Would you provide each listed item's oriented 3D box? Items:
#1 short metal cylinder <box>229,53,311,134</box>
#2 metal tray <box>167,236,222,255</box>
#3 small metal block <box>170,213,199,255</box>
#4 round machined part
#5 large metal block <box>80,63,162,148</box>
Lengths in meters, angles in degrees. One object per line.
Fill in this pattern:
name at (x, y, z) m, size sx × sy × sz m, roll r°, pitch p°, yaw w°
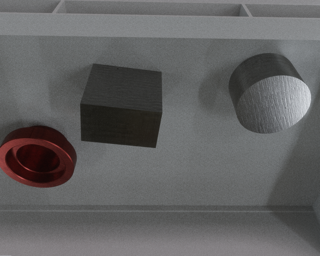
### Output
short metal cylinder at (0.125, -0.040, 0.361) m, size 0.081 × 0.050 × 0.079 m, roll 0°, pitch 130°, yaw 0°
metal tray at (0.072, 0.266, 0.596) m, size 0.130 × 0.090 × 0.030 m, roll 34°, pitch 122°, yaw -26°
small metal block at (0.044, 0.192, 0.559) m, size 0.025 × 0.050 × 0.050 m, roll -30°, pitch 124°, yaw 23°
round machined part at (-0.164, 0.035, 0.425) m, size 0.099 × 0.042 × 0.097 m, roll -1°, pitch 130°, yaw 0°
large metal block at (-0.041, -0.027, 0.350) m, size 0.081 × 0.080 × 0.050 m, roll 6°, pitch 130°, yaw -6°
